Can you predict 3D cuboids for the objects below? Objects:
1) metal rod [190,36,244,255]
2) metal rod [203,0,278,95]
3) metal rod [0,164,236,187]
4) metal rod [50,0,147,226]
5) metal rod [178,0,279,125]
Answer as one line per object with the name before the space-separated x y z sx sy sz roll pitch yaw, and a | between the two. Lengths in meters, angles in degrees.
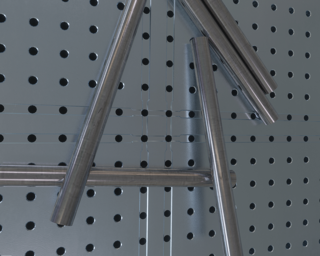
metal rod | 0.076 0.024 0.419 0.025 0.025 0.299 -6 84 -20
metal rod | 0.078 -0.173 0.440 0.025 0.025 0.300 -42 103 -15
metal rod | -0.038 0.063 0.398 0.302 0.025 0.025 4 89 -20
metal rod | -0.067 -0.037 0.371 0.025 0.025 0.299 21 77 -19
metal rod | 0.080 -0.127 0.441 0.025 0.025 0.300 -42 103 -15
